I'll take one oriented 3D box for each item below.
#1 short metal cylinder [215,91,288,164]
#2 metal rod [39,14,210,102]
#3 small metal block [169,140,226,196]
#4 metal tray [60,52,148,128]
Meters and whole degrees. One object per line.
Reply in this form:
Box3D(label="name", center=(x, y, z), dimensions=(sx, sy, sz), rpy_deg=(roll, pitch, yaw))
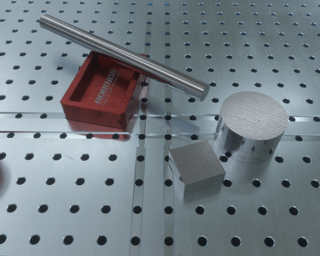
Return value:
Box3D(label="short metal cylinder", center=(0.114, -0.001, 0.394), dimensions=(0.081, 0.050, 0.080), rpy_deg=(0, 50, 0))
Box3D(label="metal rod", center=(-0.065, -0.111, 0.460), dimensions=(0.301, 0.025, 0.025), rpy_deg=(28, 55, 21))
Box3D(label="small metal block", center=(0.043, 0.046, 0.369), dimensions=(0.050, 0.025, 0.050), rpy_deg=(-15, 52, -13))
Box3D(label="metal tray", center=(-0.076, -0.064, 0.456), dimensions=(0.090, 0.030, 0.130), rpy_deg=(10, 51, 8))
